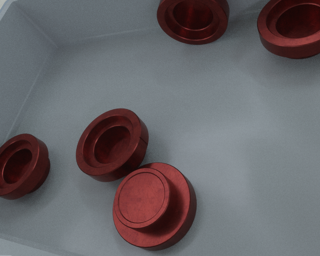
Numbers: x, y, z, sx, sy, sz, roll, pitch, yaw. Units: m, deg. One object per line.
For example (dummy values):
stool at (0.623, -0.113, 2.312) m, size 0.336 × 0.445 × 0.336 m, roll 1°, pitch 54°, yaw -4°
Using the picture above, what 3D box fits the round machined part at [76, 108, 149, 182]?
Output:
round machined part at (-0.057, 0.026, 0.406) m, size 0.098 × 0.042 × 0.098 m, roll -16°, pitch 52°, yaw 21°

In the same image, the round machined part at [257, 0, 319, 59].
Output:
round machined part at (0.173, -0.124, 0.380) m, size 0.098 × 0.042 × 0.098 m, roll -13°, pitch 56°, yaw 21°

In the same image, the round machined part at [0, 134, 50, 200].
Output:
round machined part at (-0.207, 0.061, 0.466) m, size 0.098 × 0.042 × 0.098 m, roll -13°, pitch 56°, yaw 21°

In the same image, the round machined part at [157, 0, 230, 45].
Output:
round machined part at (0.048, -0.165, 0.435) m, size 0.098 × 0.098 × 0.042 m, roll 0°, pitch 64°, yaw 28°

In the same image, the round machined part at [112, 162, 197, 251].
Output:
round machined part at (-0.012, 0.084, 0.350) m, size 0.098 × 0.042 × 0.098 m, roll -13°, pitch 56°, yaw 21°
